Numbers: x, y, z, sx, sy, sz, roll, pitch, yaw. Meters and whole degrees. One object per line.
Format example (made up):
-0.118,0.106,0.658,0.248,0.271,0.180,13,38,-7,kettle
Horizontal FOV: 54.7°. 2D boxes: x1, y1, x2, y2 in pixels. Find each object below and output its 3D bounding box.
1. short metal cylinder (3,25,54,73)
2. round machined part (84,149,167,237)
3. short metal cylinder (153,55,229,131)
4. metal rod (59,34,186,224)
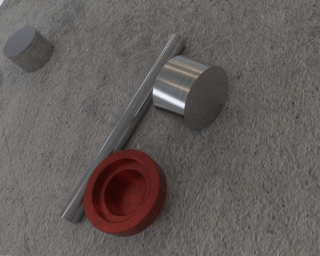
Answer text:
-0.264,-0.159,0.624,0.080,0.050,0.080,-13,56,21,short metal cylinder
-0.036,0.078,0.364,0.098,0.042,0.098,-13,56,21,round machined part
0.038,-0.043,0.375,0.050,0.080,0.080,29,78,37,short metal cylinder
-0.044,-0.009,0.432,0.025,0.025,0.300,19,72,35,metal rod
